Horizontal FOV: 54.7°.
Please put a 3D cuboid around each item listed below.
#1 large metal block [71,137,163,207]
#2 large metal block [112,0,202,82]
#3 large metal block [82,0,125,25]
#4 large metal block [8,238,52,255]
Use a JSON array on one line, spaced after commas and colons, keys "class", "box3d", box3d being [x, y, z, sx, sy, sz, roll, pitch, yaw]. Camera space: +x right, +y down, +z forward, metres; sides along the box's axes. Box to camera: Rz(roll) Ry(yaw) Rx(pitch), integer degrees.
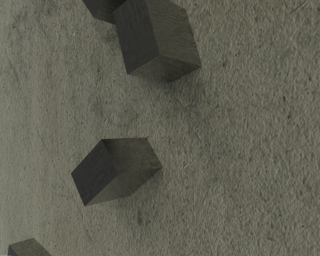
[{"class": "large metal block", "box3d": [-0.058, 0.057, 0.417, 0.080, 0.081, 0.050, -44, 63, 31]}, {"class": "large metal block", "box3d": [-0.002, -0.106, 0.371, 0.050, 0.081, 0.080, -23, 76, 38]}, {"class": "large metal block", "box3d": [-0.045, -0.182, 0.406, 0.080, 0.081, 0.050, -48, 62, 29]}, {"class": "large metal block", "box3d": [-0.254, 0.274, 0.599, 0.080, 0.050, 0.079, 20, 103, 38]}]
